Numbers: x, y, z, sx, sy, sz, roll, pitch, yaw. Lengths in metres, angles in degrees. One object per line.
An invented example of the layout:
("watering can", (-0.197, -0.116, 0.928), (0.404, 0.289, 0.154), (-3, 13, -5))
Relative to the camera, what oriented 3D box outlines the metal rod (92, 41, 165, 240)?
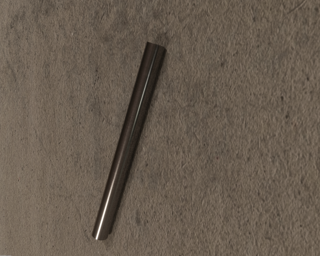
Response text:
("metal rod", (-0.049, 0.028, 0.443), (0.025, 0.025, 0.298), (28, 107, 36))
